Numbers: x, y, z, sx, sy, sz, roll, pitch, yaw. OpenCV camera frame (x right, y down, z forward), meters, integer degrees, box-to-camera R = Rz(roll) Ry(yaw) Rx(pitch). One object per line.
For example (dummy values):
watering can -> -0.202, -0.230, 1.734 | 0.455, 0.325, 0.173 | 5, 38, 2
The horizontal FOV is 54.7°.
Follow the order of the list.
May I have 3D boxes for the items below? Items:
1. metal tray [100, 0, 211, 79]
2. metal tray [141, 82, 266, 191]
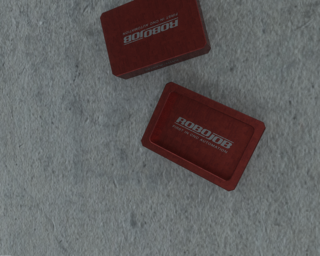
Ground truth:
metal tray -> -0.008, -0.126, 0.408 | 0.130, 0.030, 0.090 | -14, 85, 19
metal tray -> 0.052, 0.008, 0.387 | 0.130, 0.030, 0.090 | 27, 99, 17
